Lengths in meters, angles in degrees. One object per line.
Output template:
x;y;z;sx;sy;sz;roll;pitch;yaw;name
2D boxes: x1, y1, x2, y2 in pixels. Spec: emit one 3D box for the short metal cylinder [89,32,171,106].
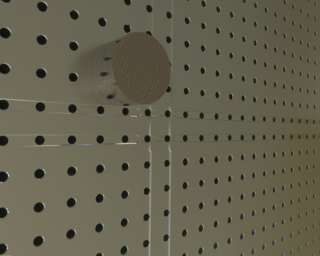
-0.034;-0.066;0.363;0.081;0.050;0.080;0;90;-40;short metal cylinder
